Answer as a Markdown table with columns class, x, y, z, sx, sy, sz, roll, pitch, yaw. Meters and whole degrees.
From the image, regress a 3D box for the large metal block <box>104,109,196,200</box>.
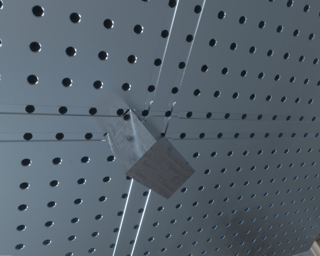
| class | x | y | z | sx | sy | sz | roll | pitch | yaw |
| --- | --- | --- | --- | --- | --- | --- | --- | --- | --- |
| large metal block | -0.014 | 0.033 | 0.390 | 0.050 | 0.080 | 0.080 | -47 | 130 | 4 |
